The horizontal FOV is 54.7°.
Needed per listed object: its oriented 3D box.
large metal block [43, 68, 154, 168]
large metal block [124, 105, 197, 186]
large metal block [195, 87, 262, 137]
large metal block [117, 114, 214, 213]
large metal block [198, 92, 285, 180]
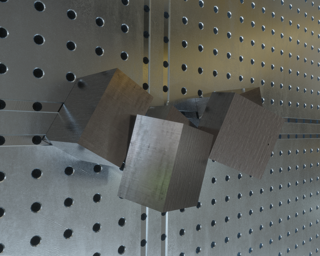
[{"bbox_3d":[-0.064,-0.010,0.320,0.050,0.080,0.080,37,67,-34],"label":"large metal block"},{"bbox_3d":[0.008,0.027,0.401,0.080,0.050,0.080,39,66,-33],"label":"large metal block"},{"bbox_3d":[0.107,-0.014,0.465,0.050,0.080,0.079,-21,104,-38],"label":"large metal block"},{"bbox_3d":[0.009,0.036,0.317,0.080,0.050,0.080,17,86,-60],"label":"large metal block"},{"bbox_3d":[0.094,0.008,0.384,0.080,0.050,0.080,23,88,-22],"label":"large metal block"}]
